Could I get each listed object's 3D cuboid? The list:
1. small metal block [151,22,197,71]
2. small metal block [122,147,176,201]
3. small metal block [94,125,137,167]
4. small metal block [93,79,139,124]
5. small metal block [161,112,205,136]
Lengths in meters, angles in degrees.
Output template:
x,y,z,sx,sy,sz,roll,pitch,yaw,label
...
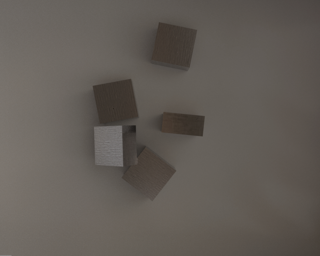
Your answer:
x,y,z,sx,sy,sz,roll,pitch,yaw,label
0.018,-0.107,0.412,0.050,0.025,0.050,11,90,-1,small metal block
-0.014,0.059,0.411,0.050,0.025,0.050,38,90,-2,small metal block
-0.058,0.022,0.398,0.050,0.025,0.050,-2,90,37,small metal block
-0.057,-0.034,0.411,0.050,0.025,0.050,-11,90,-1,small metal block
0.028,-0.005,0.399,0.050,0.050,0.025,6,90,-1,small metal block
